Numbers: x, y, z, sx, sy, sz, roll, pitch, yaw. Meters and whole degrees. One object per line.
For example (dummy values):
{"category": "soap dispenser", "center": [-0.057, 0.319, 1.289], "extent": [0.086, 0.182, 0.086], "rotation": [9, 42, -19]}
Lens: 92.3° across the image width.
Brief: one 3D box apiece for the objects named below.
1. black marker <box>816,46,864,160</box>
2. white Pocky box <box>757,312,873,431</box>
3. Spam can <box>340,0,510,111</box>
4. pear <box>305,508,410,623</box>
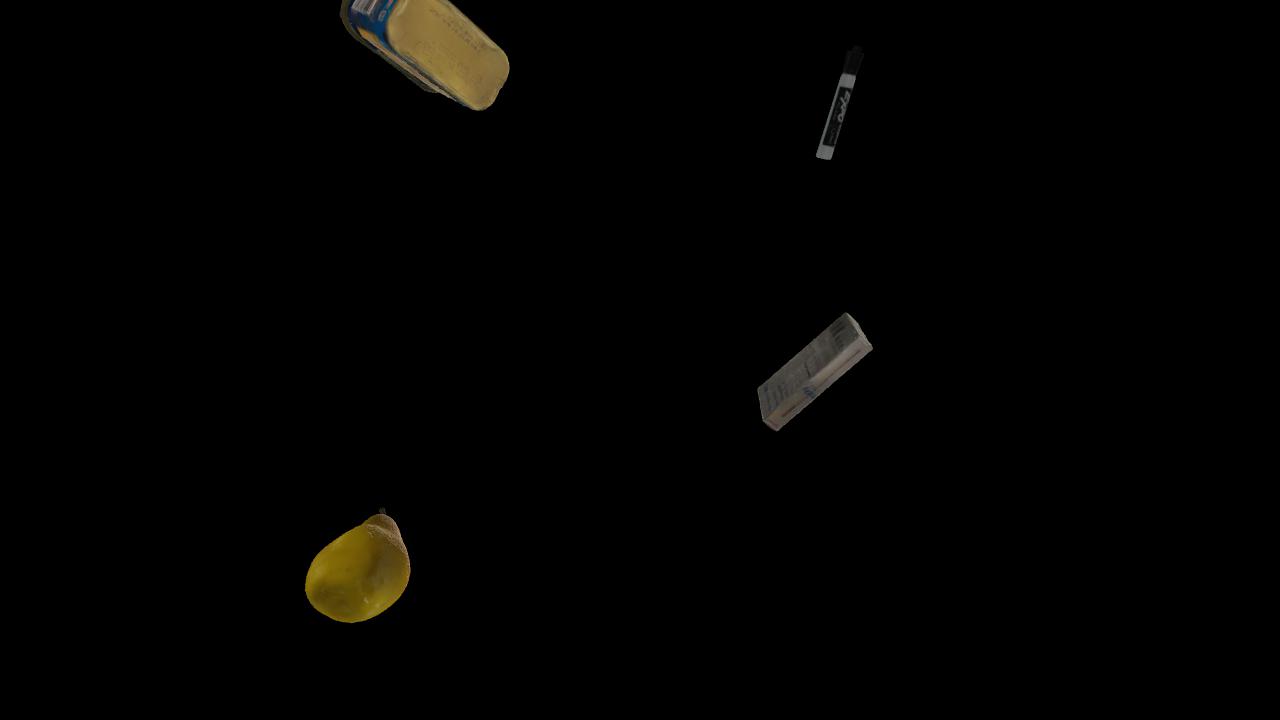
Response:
{"category": "black marker", "center": [0.229, -0.293, 0.705], "extent": [0.020, 0.121, 0.020], "rotation": [9, 29, -5]}
{"category": "white Pocky box", "center": [0.210, 0.013, 0.758], "extent": [0.028, 0.154, 0.084], "rotation": [39, 24, -13]}
{"category": "Spam can", "center": [-0.164, -0.246, 0.477], "extent": [0.085, 0.058, 0.101], "rotation": [38, 7, 37]}
{"category": "pear", "center": [-0.228, 0.165, 0.526], "extent": [0.080, 0.080, 0.111], "rotation": [0, 31, 7]}
